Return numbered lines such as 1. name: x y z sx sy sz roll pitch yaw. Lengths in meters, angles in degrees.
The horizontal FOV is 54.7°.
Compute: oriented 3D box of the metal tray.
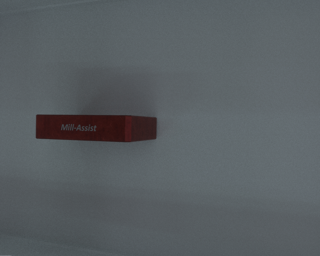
1. metal tray: -0.080 -0.001 0.402 0.130 0.090 0.030 1 91 19
